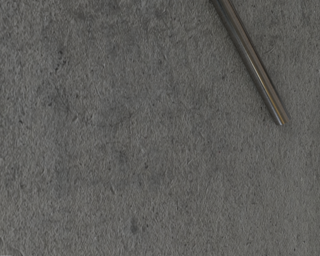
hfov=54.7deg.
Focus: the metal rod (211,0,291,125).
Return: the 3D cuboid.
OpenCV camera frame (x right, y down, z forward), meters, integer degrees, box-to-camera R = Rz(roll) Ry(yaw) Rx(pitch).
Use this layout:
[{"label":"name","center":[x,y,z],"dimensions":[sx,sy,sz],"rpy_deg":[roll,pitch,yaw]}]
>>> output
[{"label":"metal rod","center":[0.115,-0.136,0.451],"dimensions":[0.025,0.025,0.299],"rpy_deg":[-35,101,-17]}]
